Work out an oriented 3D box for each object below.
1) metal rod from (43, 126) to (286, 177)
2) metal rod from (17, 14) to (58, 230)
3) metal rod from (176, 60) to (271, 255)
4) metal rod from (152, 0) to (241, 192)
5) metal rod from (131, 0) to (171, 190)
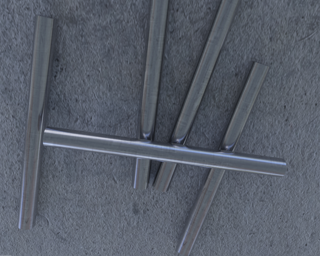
[{"bbox_3d":[0.009,0.031,0.393,0.302,0.025,0.025,8,110,-3],"label":"metal rod"},{"bbox_3d":[-0.165,0.007,0.410,0.025,0.025,0.298,12,110,-5],"label":"metal rod"},{"bbox_3d":[0.081,0.054,0.430,0.025,0.025,0.298,16,109,-6],"label":"metal rod"},{"bbox_3d":[0.047,-0.050,0.391,0.025,0.025,0.298,17,109,-6],"label":"metal rod"},{"bbox_3d":[-0.011,-0.058,0.388,0.025,0.025,0.298,6,110,-3],"label":"metal rod"}]
